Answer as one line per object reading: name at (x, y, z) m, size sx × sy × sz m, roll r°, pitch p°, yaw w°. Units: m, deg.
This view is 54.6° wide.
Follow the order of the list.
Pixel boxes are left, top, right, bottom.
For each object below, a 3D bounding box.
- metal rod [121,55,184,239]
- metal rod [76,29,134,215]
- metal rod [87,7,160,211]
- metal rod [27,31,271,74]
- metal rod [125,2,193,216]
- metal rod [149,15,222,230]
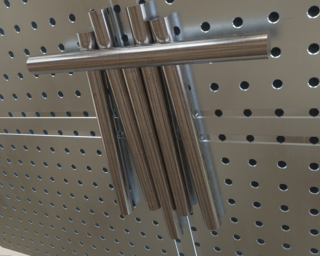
metal rod at (-0.006, 0.041, 0.440) m, size 0.025 × 0.025 × 0.298 m, roll 1°, pitch 119°, yaw 28°
metal rod at (-0.074, 0.009, 0.455) m, size 0.025 × 0.025 × 0.298 m, roll 7°, pitch 122°, yaw 25°
metal rod at (-0.041, -0.008, 0.429) m, size 0.025 × 0.025 × 0.298 m, roll 1°, pitch 119°, yaw 28°
metal rod at (-0.035, -0.080, 0.348) m, size 0.300 × 0.025 × 0.025 m, roll 2°, pitch 119°, yaw 27°
metal rod at (0.006, -0.005, 0.407) m, size 0.025 × 0.025 × 0.298 m, roll 1°, pitch 119°, yaw 28°
metal rod at (0.039, 0.011, 0.398) m, size 0.025 × 0.025 × 0.299 m, roll -3°, pitch 117°, yaw 29°
